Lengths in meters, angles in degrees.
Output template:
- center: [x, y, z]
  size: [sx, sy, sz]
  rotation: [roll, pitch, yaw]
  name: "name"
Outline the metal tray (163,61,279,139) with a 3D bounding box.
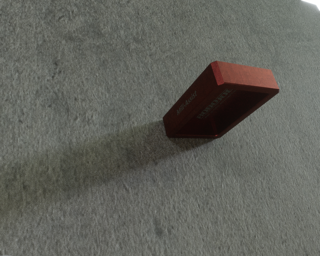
- center: [0.072, -0.028, 0.394]
  size: [0.091, 0.129, 0.030]
  rotation: [2, 61, -28]
  name: "metal tray"
